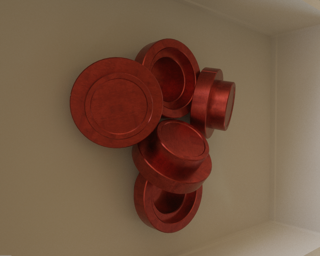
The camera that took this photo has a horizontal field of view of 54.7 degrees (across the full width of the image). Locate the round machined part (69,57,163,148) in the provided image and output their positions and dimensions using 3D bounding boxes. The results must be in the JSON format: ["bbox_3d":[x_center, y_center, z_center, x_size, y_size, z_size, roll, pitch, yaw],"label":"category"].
[{"bbox_3d":[-0.045,-0.025,0.328,0.099,0.042,0.097,-3,102,-12],"label":"round machined part"}]

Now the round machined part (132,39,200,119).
[{"bbox_3d":[0.004,-0.060,0.395,0.099,0.042,0.097,0,90,-40],"label":"round machined part"}]

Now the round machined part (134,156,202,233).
[{"bbox_3d":[0.006,0.080,0.398,0.099,0.042,0.097,0,90,-40],"label":"round machined part"}]

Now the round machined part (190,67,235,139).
[{"bbox_3d":[0.077,-0.033,0.428,0.098,0.042,0.097,10,91,-71],"label":"round machined part"}]

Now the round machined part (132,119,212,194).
[{"bbox_3d":[0.020,0.027,0.372,0.099,0.098,0.042,-9,140,-40],"label":"round machined part"}]
